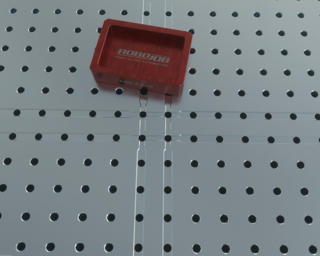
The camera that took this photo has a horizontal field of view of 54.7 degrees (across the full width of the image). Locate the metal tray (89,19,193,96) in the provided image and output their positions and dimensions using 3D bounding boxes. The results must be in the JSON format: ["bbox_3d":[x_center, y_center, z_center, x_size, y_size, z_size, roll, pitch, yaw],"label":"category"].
[{"bbox_3d":[-0.025,-0.103,0.446,0.131,0.030,0.090,10,70,3],"label":"metal tray"}]
